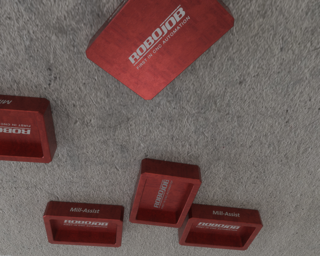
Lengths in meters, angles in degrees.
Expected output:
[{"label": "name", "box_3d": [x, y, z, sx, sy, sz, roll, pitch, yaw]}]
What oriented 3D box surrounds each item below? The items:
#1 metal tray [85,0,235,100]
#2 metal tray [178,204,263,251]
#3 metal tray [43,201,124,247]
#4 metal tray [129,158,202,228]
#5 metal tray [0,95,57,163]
[{"label": "metal tray", "box_3d": [-0.002, -0.098, 0.320, 0.090, 0.030, 0.130, 35, 122, -26]}, {"label": "metal tray", "box_3d": [0.105, 0.180, 0.557, 0.131, 0.030, 0.089, 7, 130, -7]}, {"label": "metal tray", "box_3d": [-0.132, 0.172, 0.548, 0.131, 0.030, 0.089, 5, 130, -5]}, {"label": "metal tray", "box_3d": [0.005, 0.108, 0.495, 0.091, 0.030, 0.129, 9, 130, -8]}, {"label": "metal tray", "box_3d": [-0.208, 0.001, 0.402, 0.131, 0.030, 0.089, 4, 130, -4]}]
